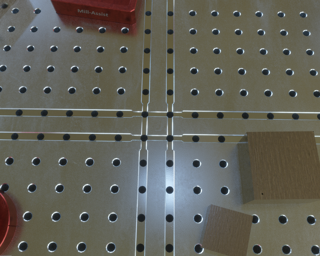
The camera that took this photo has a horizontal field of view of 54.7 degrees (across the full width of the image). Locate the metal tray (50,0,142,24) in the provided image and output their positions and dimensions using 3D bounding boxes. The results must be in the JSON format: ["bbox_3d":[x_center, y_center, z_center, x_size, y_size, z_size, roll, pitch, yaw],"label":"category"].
[{"bbox_3d":[-0.095,-0.217,0.487,0.131,0.030,0.090,9,70,3],"label":"metal tray"}]

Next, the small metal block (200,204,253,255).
[{"bbox_3d":[0.078,0.123,0.367,0.050,0.025,0.050,15,71,5],"label":"small metal block"}]

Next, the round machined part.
[{"bbox_3d":[-0.225,0.113,0.360,0.099,0.042,0.098,0,70,0],"label":"round machined part"}]

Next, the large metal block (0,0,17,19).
[{"bbox_3d":[-0.276,-0.215,0.475,0.080,0.050,0.080,26,72,9],"label":"large metal block"}]

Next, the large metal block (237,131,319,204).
[{"bbox_3d":[0.145,0.050,0.381,0.081,0.050,0.080,-1,70,0],"label":"large metal block"}]
